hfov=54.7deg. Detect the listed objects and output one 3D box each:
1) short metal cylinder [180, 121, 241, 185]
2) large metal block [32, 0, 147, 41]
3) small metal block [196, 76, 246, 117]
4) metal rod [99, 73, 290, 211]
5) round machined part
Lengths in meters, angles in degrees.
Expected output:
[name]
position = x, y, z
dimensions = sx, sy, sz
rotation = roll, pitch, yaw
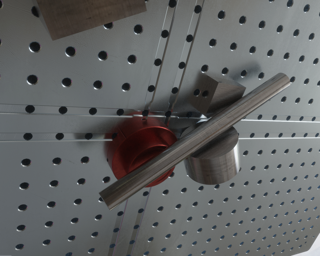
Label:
[short metal cylinder]
position = 0.071, 0.033, 0.437
dimensions = 0.080, 0.080, 0.050
rotation = -25, 128, -13
[large metal block]
position = -0.068, -0.121, 0.264
dimensions = 0.081, 0.080, 0.050
rotation = -23, 127, -15
[small metal block]
position = 0.085, -0.042, 0.434
dimensions = 0.050, 0.025, 0.050
rotation = 5, 116, -31
[metal rod]
position = 0.057, 0.008, 0.403
dimensions = 0.302, 0.025, 0.025
rotation = -32, 130, -18
[round machined part]
position = -0.017, 0.041, 0.418
dimensions = 0.099, 0.042, 0.097
rotation = -14, 124, -21
